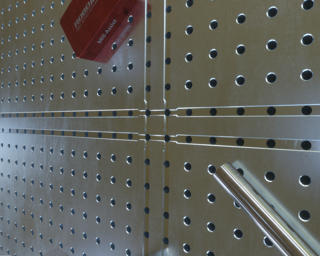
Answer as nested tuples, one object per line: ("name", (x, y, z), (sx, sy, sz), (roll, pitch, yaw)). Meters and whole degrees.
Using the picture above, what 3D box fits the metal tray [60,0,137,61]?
("metal tray", (-0.101, -0.182, 0.487), (0.129, 0.030, 0.090), (-43, 64, 31))

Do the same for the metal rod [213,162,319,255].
("metal rod", (0.157, 0.147, 0.279), (0.300, 0.025, 0.025), (49, 119, 28))
